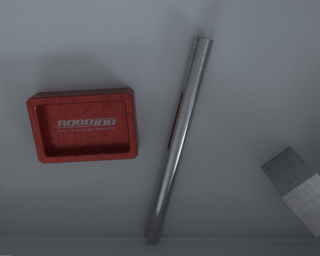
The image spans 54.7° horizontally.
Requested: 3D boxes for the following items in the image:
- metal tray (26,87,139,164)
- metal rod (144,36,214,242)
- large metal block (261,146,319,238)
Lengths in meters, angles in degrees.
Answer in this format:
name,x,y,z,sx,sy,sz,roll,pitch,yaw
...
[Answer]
name,x,y,z,sx,sy,sz,roll,pitch,yaw
metal tray,-0.097,-0.003,0.406,0.131,0.030,0.089,-3,110,0
metal rod,0.020,0.028,0.421,0.025,0.025,0.298,12,110,-5
large metal block,0.191,0.082,0.415,0.050,0.080,0.080,-40,106,13
